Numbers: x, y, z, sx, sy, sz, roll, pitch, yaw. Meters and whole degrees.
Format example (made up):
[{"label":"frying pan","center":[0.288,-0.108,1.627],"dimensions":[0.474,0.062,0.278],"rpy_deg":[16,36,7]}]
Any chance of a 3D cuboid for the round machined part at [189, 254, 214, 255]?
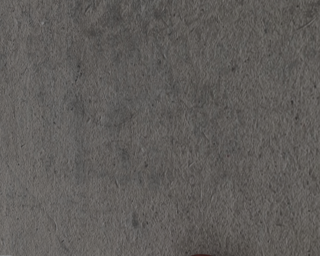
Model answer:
[{"label":"round machined part","center":[0.057,0.203,0.380],"dimensions":[0.098,0.042,0.097],"rpy_deg":[0,90,20]}]
